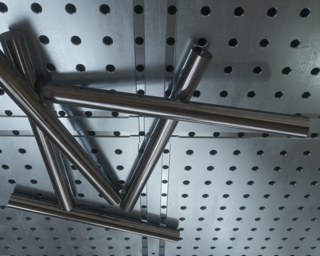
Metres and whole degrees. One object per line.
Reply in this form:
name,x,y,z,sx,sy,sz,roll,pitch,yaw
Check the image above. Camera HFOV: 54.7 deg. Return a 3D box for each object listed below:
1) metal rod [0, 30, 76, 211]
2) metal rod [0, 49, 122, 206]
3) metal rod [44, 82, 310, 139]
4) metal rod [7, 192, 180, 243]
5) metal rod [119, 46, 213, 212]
metal rod,-0.155,0.016,0.422,0.025,0.025,0.298,-1,130,0
metal rod,-0.122,0.021,0.406,0.025,0.025,0.299,-15,135,12
metal rod,0.014,-0.022,0.360,0.302,0.025,0.025,8,130,5
metal rod,-0.107,0.161,0.547,0.302,0.025,0.025,17,128,-15
metal rod,-0.005,0.024,0.431,0.025,0.025,0.298,15,128,-13
